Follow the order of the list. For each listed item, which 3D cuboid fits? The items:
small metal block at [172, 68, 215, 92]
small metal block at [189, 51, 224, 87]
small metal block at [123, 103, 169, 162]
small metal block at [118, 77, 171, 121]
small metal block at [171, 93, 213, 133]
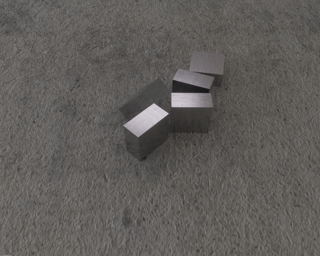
[{"bbox_3d":[0.045,-0.050,0.429,0.050,0.050,0.025,17,52,13],"label":"small metal block"},{"bbox_3d":[0.072,-0.092,0.481,0.050,0.025,0.050,7,50,6],"label":"small metal block"},{"bbox_3d":[-0.016,0.006,0.382,0.025,0.050,0.050,37,59,26],"label":"small metal block"},{"bbox_3d":[-0.021,-0.036,0.414,0.025,0.050,0.050,51,58,-11],"label":"small metal block"},{"bbox_3d":[0.039,-0.019,0.403,0.050,0.050,0.025,0,50,0],"label":"small metal block"}]
